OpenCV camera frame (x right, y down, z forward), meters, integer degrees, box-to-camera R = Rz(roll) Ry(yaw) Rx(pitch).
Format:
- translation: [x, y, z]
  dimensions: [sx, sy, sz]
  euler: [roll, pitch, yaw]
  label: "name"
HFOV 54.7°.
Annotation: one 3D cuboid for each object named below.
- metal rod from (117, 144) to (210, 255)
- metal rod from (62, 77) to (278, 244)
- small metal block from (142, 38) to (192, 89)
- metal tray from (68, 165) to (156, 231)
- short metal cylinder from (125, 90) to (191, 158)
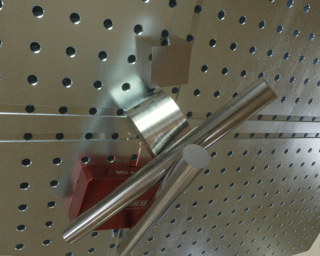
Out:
- translation: [-0.013, 0.110, 0.386]
  dimensions: [0.025, 0.025, 0.298]
  euler: [-7, 148, -26]
  label: "metal rod"
- translation: [-0.007, 0.050, 0.340]
  dimensions: [0.299, 0.025, 0.025]
  euler: [-39, 133, 22]
  label: "metal rod"
- translation: [0.008, -0.077, 0.369]
  dimensions: [0.050, 0.025, 0.050]
  euler: [-11, 123, -23]
  label: "small metal block"
- translation: [-0.054, 0.100, 0.442]
  dimensions: [0.131, 0.030, 0.089]
  euler: [7, 115, -32]
  label: "metal tray"
- translation: [-0.001, 0.000, 0.377]
  dimensions: [0.050, 0.080, 0.080]
  euler: [-32, 129, -8]
  label: "short metal cylinder"
